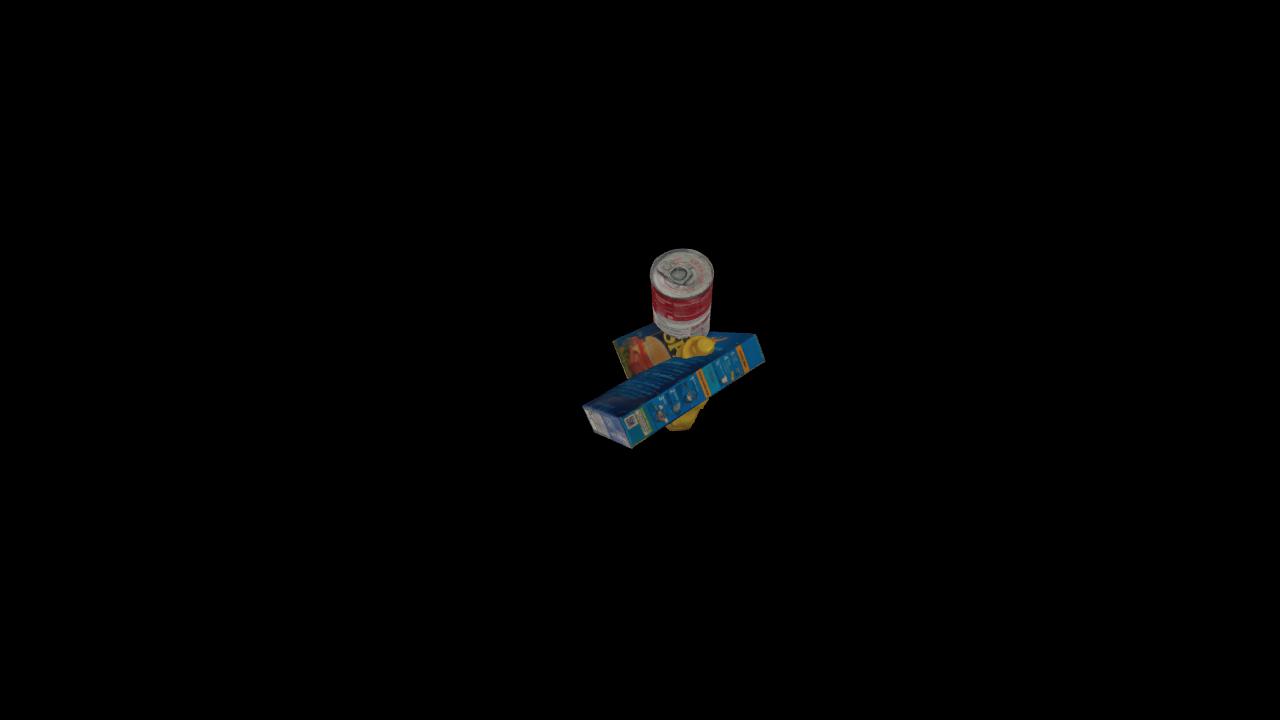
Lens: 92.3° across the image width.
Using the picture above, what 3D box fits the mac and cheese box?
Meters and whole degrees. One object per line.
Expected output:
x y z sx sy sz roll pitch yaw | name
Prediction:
0.037 0.026 0.663 0.184 0.041 0.093 -30 16 -23 | mac and cheese box

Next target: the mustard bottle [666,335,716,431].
0.058 0.018 0.730 0.054 0.092 0.184 3 -23 -7 | mustard bottle

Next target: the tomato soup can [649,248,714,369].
0.047 -0.065 0.681 0.068 0.068 0.101 0 -31 4 | tomato soup can

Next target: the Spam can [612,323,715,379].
0.026 0.005 0.713 0.085 0.101 0.058 -23 -5 2 | Spam can
